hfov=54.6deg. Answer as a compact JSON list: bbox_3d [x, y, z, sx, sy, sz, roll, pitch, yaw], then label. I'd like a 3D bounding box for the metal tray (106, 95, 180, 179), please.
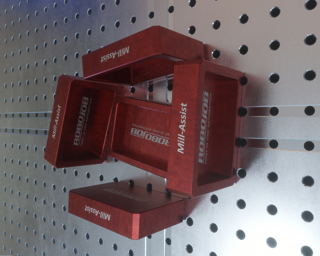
[{"bbox_3d":[-0.014,0.009,0.418,0.130,0.030,0.089,15,99,39],"label":"metal tray"}]

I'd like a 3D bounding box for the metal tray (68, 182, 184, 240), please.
[{"bbox_3d":[-0.046,0.102,0.406,0.130,0.091,0.030,5,94,40],"label":"metal tray"}]

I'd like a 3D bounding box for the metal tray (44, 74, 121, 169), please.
[{"bbox_3d":[-0.114,-0.008,0.462,0.030,0.091,0.129,23,105,38],"label":"metal tray"}]

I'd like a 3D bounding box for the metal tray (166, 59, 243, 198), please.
[{"bbox_3d":[0.050,0.000,0.326,0.030,0.091,0.129,6,94,40],"label":"metal tray"}]

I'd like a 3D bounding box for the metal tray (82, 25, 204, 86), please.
[{"bbox_3d":[-0.022,-0.083,0.386,0.130,0.091,0.030,-8,85,40],"label":"metal tray"}]
